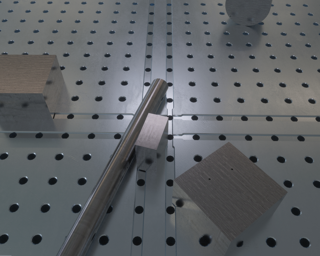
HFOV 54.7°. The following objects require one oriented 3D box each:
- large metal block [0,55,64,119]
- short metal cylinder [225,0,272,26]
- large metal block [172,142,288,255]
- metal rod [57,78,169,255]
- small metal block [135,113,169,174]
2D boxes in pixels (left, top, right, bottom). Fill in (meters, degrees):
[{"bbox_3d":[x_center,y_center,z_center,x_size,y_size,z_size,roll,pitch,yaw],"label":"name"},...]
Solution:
[{"bbox_3d":[-0.190,-0.059,0.440,0.081,0.050,0.080,0,50,0],"label":"large metal block"},{"bbox_3d":[0.166,-0.239,0.574,0.080,0.080,0.050,15,52,12],"label":"short metal cylinder"},{"bbox_3d":[0.070,0.074,0.330,0.081,0.050,0.080,-31,57,-23],"label":"large metal block"},{"bbox_3d":[-0.050,0.044,0.369,0.025,0.025,0.301,15,52,12],"label":"metal rod"},{"bbox_3d":[-0.009,0.019,0.376,0.025,0.050,0.050,13,51,10],"label":"small metal block"}]
